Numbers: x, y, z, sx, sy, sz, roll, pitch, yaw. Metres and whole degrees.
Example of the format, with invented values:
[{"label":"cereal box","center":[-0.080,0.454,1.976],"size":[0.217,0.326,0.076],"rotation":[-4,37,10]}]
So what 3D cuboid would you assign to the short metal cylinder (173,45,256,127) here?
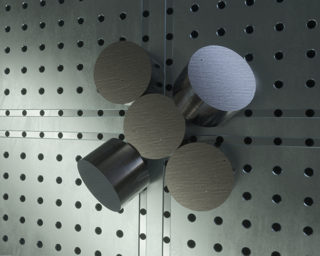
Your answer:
[{"label":"short metal cylinder","center":[0.061,-0.046,0.356],"size":[0.081,0.050,0.080],"rotation":[6,68,-16]}]

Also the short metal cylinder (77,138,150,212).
[{"label":"short metal cylinder","center":[-0.060,0.060,0.397],"size":[0.080,0.050,0.079],"rotation":[30,140,29]}]

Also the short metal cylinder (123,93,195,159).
[{"label":"short metal cylinder","center":[0.000,-0.002,0.398],"size":[0.080,0.050,0.079],"rotation":[0,90,19]}]

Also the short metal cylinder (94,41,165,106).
[{"label":"short metal cylinder","center":[-0.040,-0.070,0.412],"size":[0.080,0.050,0.079],"rotation":[0,90,19]}]

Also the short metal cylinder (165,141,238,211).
[{"label":"short metal cylinder","center":[0.053,0.056,0.380],"size":[0.080,0.050,0.079],"rotation":[0,90,19]}]
